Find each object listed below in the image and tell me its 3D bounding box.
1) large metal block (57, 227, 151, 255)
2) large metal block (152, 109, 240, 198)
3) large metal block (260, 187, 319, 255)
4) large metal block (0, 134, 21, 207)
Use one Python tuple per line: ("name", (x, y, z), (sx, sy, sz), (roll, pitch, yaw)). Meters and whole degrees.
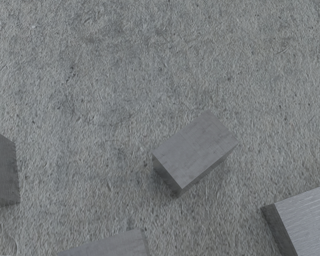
("large metal block", (-0.051, 0.143, 0.326), (0.081, 0.080, 0.050), (-16, 71, -6))
("large metal block", (0.038, 0.034, 0.367), (0.080, 0.080, 0.050), (-37, 74, -12))
("large metal block", (0.176, 0.114, 0.354), (0.080, 0.050, 0.080), (-18, 71, -7))
("large metal block", (-0.208, 0.049, 0.359), (0.050, 0.080, 0.080), (-13, 71, -5))
